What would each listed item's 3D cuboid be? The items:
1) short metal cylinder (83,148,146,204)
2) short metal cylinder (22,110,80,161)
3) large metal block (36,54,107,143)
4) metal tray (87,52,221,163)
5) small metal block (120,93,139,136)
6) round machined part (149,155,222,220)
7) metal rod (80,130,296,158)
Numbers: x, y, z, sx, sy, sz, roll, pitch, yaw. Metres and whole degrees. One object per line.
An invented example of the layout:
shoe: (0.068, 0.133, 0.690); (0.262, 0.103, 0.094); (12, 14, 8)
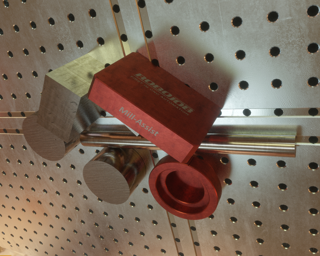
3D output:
short metal cylinder: (-0.069, 0.069, 0.474); (0.080, 0.050, 0.079); (13, 124, 21)
short metal cylinder: (-0.164, 0.005, 0.484); (0.080, 0.050, 0.079); (13, 124, 21)
large metal block: (-0.109, -0.040, 0.409); (0.050, 0.080, 0.079); (33, 129, 6)
metal tray: (-0.003, -0.028, 0.353); (0.130, 0.090, 0.030); (35, 129, 5)
small metal block: (-0.030, -0.025, 0.412); (0.050, 0.025, 0.050); (43, 129, -2)
round machined part: (0.037, 0.075, 0.427); (0.098, 0.042, 0.097); (13, 124, 21)
metal rod: (0.017, 0.018, 0.413); (0.300, 0.025, 0.025); (1, 119, 27)
